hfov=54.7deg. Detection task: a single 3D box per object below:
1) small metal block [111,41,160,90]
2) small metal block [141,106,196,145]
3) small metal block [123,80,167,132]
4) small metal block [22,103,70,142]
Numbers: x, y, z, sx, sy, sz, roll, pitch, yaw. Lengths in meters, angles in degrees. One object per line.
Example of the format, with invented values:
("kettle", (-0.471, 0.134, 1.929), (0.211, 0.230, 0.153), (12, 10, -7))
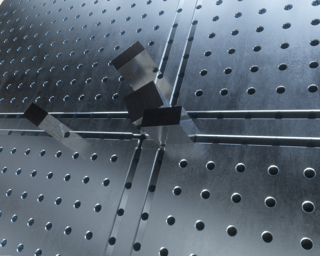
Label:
("small metal block", (-0.036, -0.093, 0.467), (0.050, 0.050, 0.025), (-37, 51, 4))
("small metal block", (0.012, -0.002, 0.386), (0.050, 0.050, 0.025), (-4, 60, 26))
("small metal block", (-0.019, -0.031, 0.436), (0.050, 0.025, 0.050), (-30, 52, 9))
("small metal block", (-0.179, -0.009, 0.490), (0.050, 0.050, 0.025), (27, 77, 37))
